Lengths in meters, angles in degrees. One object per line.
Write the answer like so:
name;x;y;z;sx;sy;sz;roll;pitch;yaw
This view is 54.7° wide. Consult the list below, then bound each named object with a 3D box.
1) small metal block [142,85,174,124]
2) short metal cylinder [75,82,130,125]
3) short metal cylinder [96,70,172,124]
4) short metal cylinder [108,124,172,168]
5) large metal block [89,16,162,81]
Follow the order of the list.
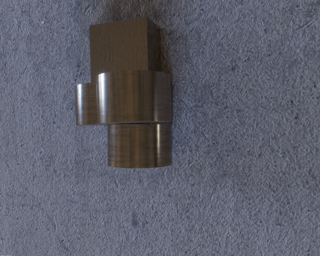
small metal block;-0.002;-0.030;0.400;0.025;0.050;0.050;1;91;20
short metal cylinder;-0.069;-0.029;0.406;0.080;0.080;0.050;-2;89;20
short metal cylinder;-0.028;-0.031;0.338;0.080;0.080;0.050;-2;89;20
short metal cylinder;-0.025;0.021;0.390;0.080;0.080;0.050;0;90;20
large metal block;-0.044;-0.095;0.413;0.080;0.050;0.080;-2;89;20
